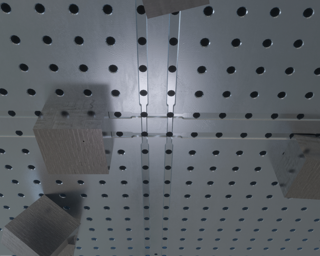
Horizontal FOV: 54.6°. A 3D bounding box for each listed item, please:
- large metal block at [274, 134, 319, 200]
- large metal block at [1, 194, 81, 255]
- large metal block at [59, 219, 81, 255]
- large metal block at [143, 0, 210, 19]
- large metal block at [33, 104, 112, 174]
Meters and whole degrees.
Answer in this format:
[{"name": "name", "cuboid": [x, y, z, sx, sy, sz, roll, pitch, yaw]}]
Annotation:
[{"name": "large metal block", "cuboid": [0.224, 0.058, 0.446, 0.080, 0.050, 0.080, 4, 130, -4]}, {"name": "large metal block", "cuboid": [-0.190, 0.169, 0.499, 0.080, 0.080, 0.050, 36, 126, 8]}, {"name": "large metal block", "cuboid": [-0.195, 0.206, 0.569, 0.080, 0.050, 0.079, 11, 129, -10]}, {"name": "large metal block", "cuboid": [0.005, -0.147, 0.250, 0.050, 0.080, 0.080, -11, 129, 9]}, {"name": "large metal block", "cuboid": [-0.109, 0.015, 0.407, 0.080, 0.050, 0.080, 0, 130, 0]}]
